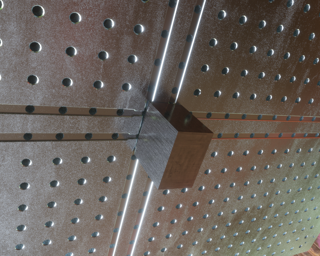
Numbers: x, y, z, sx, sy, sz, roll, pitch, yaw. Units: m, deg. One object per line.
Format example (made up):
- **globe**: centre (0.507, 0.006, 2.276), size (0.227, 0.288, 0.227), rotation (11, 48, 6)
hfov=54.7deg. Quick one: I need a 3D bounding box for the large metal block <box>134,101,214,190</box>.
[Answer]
- **large metal block**: centre (0.013, 0.021, 0.396), size (0.050, 0.080, 0.079), rotation (3, 117, -30)
